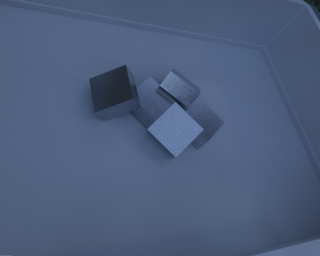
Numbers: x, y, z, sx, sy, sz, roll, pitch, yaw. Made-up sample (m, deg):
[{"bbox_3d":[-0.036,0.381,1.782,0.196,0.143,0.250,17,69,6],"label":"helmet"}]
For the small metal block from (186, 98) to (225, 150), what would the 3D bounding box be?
[{"bbox_3d":[0.055,-0.006,0.439,0.050,0.025,0.050,46,51,3],"label":"small metal block"}]

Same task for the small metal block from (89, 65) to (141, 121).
[{"bbox_3d":[-0.056,-0.043,0.384,0.050,0.025,0.050,-19,64,11],"label":"small metal block"}]

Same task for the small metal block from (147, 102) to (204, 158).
[{"bbox_3d":[0.019,0.003,0.398,0.050,0.025,0.050,45,82,3],"label":"small metal block"}]

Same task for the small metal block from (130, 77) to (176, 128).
[{"bbox_3d":[-0.014,-0.034,0.418,0.050,0.025,0.050,44,51,2],"label":"small metal block"}]

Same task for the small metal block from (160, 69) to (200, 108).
[{"bbox_3d":[0.030,-0.058,0.442,0.050,0.025,0.050,37,16,-4],"label":"small metal block"}]
